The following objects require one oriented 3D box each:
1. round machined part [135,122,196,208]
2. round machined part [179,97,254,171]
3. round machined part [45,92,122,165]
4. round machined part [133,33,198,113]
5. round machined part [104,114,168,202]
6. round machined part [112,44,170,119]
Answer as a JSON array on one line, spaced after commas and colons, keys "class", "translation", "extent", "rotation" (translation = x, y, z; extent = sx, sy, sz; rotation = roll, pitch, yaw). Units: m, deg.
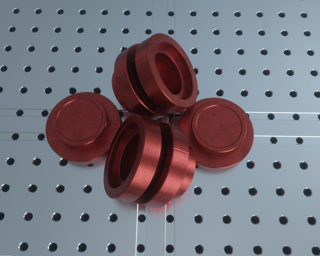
[{"class": "round machined part", "translation": [0.005, 0.046, 0.366], "extent": [0.042, 0.098, 0.098], "rotation": [21, 68, -26]}, {"class": "round machined part", "translation": [0.073, 0.004, 0.402], "extent": [0.099, 0.042, 0.098], "rotation": [0, 70, 0]}, {"class": "round machined part", "translation": [-0.100, -0.004, 0.403], "extent": [0.099, 0.042, 0.098], "rotation": [0, 70, 0]}, {"class": "round machined part", "translation": [0.003, -0.064, 0.390], "extent": [0.042, 0.099, 0.098], "rotation": [-21, 65, 35]}, {"class": "round machined part", "translation": [-0.024, 0.036, 0.355], "extent": [0.042, 0.098, 0.098], "rotation": [21, 68, -27]}, {"class": "round machined part", "translation": [-0.024, -0.056, 0.405], "extent": [0.042, 0.099, 0.098], "rotation": [-21, 65, 35]}]
